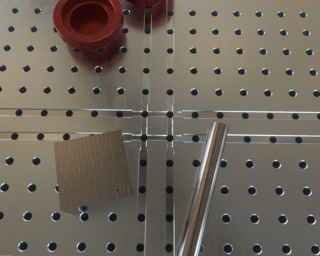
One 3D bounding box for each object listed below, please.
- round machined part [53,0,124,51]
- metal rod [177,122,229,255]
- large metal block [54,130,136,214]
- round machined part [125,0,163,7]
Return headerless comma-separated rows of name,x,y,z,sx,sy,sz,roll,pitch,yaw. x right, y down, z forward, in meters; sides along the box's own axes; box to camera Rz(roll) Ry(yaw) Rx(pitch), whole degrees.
round machined part,-0.103,-0.156,0.459,0.099,0.042,0.098,0,70,0
metal rod,0.037,0.132,0.363,0.025,0.025,0.299,16,71,5
large metal block,-0.078,0.055,0.378,0.081,0.050,0.080,-11,71,-4
round machined part,-0.024,-0.232,0.487,0.099,0.042,0.098,0,70,0
